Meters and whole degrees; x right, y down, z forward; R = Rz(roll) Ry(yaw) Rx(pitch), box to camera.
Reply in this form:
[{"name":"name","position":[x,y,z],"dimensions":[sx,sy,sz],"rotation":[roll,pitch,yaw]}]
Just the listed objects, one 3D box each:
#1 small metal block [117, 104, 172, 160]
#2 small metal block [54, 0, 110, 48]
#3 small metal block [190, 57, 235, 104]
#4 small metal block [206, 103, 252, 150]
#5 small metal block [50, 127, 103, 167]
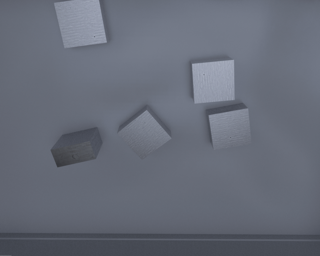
[{"name":"small metal block","position":[-0.020,0.006,0.413],"dimensions":[0.050,0.025,0.050],"rotation":[-38,106,12]},{"name":"small metal block","position":[-0.090,-0.124,0.364],"dimensions":[0.050,0.025,0.050],"rotation":[-7,110,2]},{"name":"small metal block","position":[0.066,-0.060,0.390],"dimensions":[0.050,0.025,0.050],"rotation":[-5,110,1]},{"name":"small metal block","position":[0.091,-0.002,0.412],"dimensions":[0.050,0.025,0.050],"rotation":[-10,110,3]},{"name":"small metal block","position":[-0.107,0.024,0.405],"dimensions":[0.050,0.050,0.025],"rotation":[-13,110,4]}]
